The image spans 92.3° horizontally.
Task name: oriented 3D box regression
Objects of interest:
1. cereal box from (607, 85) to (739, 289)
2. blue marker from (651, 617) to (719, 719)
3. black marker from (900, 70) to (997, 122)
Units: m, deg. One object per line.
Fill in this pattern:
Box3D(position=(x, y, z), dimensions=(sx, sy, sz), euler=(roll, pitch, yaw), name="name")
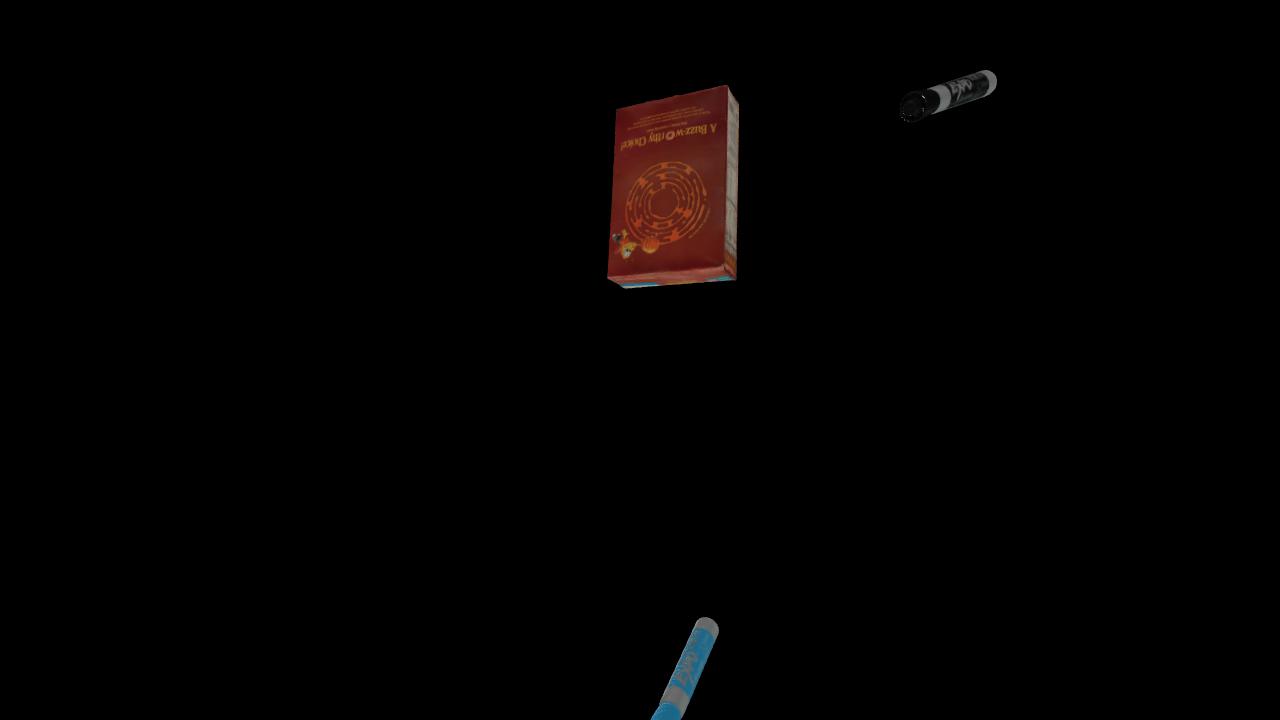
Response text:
Box3D(position=(0.056, -0.276, 1.012), dimensions=(0.203, 0.306, 0.081), euler=(-2, -9, 25), name="cereal box")
Box3D(position=(0.030, 0.217, 0.418), dimensions=(0.020, 0.020, 0.121), euler=(0, 11, 21), name="blue marker")
Box3D(position=(0.213, -0.183, 0.424), dimensions=(0.121, 0.020, 0.020), euler=(-29, 17, -35), name="black marker")
